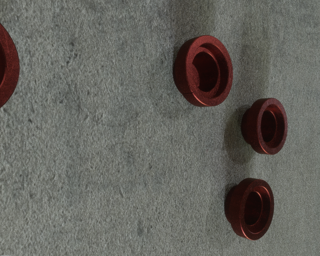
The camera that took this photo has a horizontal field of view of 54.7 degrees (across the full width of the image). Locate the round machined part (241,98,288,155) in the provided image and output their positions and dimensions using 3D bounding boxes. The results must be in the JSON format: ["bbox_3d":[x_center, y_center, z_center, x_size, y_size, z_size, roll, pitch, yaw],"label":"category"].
[{"bbox_3d":[0.180,-0.003,0.544,0.099,0.042,0.097,0,90,-40],"label":"round machined part"}]

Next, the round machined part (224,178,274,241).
[{"bbox_3d":[0.145,0.132,0.515,0.099,0.042,0.097,0,90,-40],"label":"round machined part"}]

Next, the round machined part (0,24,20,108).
[{"bbox_3d":[-0.171,-0.052,0.249,0.099,0.042,0.097,-1,92,-41],"label":"round machined part"}]

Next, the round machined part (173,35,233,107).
[{"bbox_3d":[0.057,-0.078,0.441,0.099,0.042,0.097,0,90,-40],"label":"round machined part"}]
